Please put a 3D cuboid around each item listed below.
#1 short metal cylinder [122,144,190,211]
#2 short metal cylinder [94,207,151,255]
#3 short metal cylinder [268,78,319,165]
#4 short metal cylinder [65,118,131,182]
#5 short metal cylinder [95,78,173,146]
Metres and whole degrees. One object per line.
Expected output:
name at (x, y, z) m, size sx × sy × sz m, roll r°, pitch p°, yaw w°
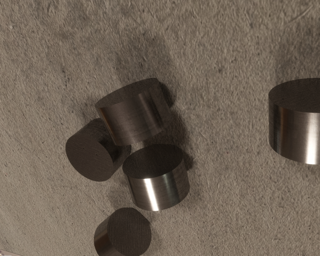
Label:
short metal cylinder at (-0.004, 0.063, 0.411) m, size 0.080 × 0.080 × 0.050 m, roll 1°, pitch 119°, yaw 27°
short metal cylinder at (-0.062, 0.180, 0.513) m, size 0.080 × 0.080 × 0.050 m, roll 43°, pitch 129°, yaw -2°
short metal cylinder at (0.144, -0.009, 0.289) m, size 0.080 × 0.080 × 0.050 m, roll 4°, pitch 120°, yaw 26°
short metal cylinder at (-0.090, 0.032, 0.456) m, size 0.080 × 0.050 × 0.079 m, roll 13°, pitch 124°, yaw 20°
short metal cylinder at (-0.031, -0.021, 0.373) m, size 0.080 × 0.080 × 0.050 m, roll -10°, pitch 113°, yaw 32°
